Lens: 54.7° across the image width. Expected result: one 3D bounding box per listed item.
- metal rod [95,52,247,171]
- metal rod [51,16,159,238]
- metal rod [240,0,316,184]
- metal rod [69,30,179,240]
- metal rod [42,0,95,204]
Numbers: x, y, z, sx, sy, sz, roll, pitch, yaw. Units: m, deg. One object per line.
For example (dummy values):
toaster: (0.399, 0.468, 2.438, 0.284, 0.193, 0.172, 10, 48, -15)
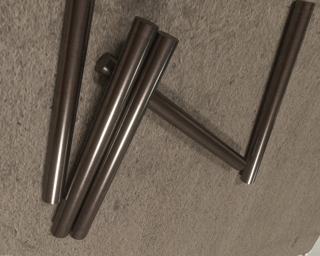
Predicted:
metal rod: (0.036, -0.005, 0.424, 0.301, 0.025, 0.025, 34, 99, -39)
metal rod: (-0.074, 0.019, 0.358, 0.025, 0.025, 0.298, 10, 120, -33)
metal rod: (0.175, -0.038, 0.481, 0.025, 0.025, 0.298, -6, 121, -26)
metal rod: (-0.054, 0.028, 0.373, 0.025, 0.025, 0.298, 10, 120, -33)
metal rod: (-0.096, -0.044, 0.327, 0.025, 0.025, 0.298, 2, 118, -30)
